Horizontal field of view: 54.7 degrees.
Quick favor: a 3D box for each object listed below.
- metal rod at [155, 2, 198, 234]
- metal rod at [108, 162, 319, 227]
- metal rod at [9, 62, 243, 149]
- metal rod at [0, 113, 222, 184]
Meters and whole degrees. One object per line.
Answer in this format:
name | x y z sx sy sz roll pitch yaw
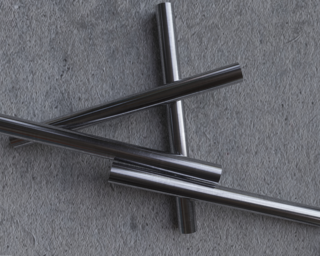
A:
metal rod | 0.022 -0.013 0.409 0.025 0.025 0.298 -6 90 0
metal rod | 0.086 0.088 0.391 0.302 0.025 0.025 14 90 -8
metal rod | -0.047 -0.026 0.391 0.301 0.025 0.025 -16 90 7
metal rod | -0.074 0.023 0.380 0.302 0.025 0.025 13 90 -2
